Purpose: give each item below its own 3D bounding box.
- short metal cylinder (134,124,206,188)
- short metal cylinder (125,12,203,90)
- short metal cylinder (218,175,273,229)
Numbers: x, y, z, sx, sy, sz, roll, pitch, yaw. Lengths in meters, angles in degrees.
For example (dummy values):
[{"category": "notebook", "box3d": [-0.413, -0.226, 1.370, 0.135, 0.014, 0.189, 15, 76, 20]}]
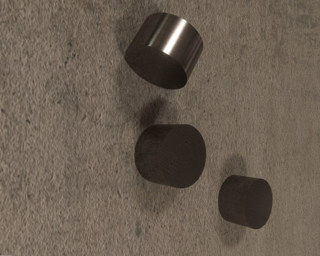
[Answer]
[{"category": "short metal cylinder", "box3d": [0.014, 0.035, 0.403, 0.081, 0.050, 0.079, 0, 90, -40]}, {"category": "short metal cylinder", "box3d": [0.006, -0.091, 0.375, 0.080, 0.080, 0.050, 40, 65, -33]}, {"category": "short metal cylinder", "box3d": [0.141, 0.120, 0.511, 0.081, 0.050, 0.079, 0, 90, -40]}]
